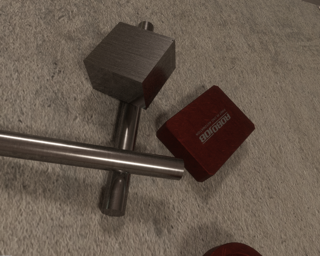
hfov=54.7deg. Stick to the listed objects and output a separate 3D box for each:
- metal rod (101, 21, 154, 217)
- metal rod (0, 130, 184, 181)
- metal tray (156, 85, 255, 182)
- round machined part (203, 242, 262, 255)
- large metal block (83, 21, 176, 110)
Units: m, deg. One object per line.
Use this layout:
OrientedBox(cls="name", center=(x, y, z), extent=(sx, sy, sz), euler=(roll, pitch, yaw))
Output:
OrientedBox(cls="metal rod", center=(-0.036, -0.035, 0.407), extent=(0.025, 0.025, 0.300), euler=(19, 54, -18))
OrientedBox(cls="metal rod", center=(-0.121, 0.020, 0.306), extent=(0.302, 0.025, 0.025), euler=(10, 57, -16))
OrientedBox(cls="metal tray", center=(0.069, 0.003, 0.438), extent=(0.090, 0.030, 0.131), euler=(48, 51, 5))
OrientedBox(cls="round machined part", center=(0.076, 0.176, 0.328), extent=(0.099, 0.042, 0.098), euler=(14, 56, -21))
OrientedBox(cls="large metal block", center=(-0.035, -0.080, 0.391), extent=(0.080, 0.050, 0.080), euler=(23, 60, 18))
